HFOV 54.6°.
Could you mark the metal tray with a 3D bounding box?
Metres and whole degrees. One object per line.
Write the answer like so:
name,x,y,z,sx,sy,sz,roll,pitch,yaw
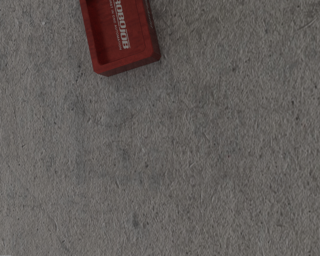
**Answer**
metal tray,-0.057,-0.146,0.426,0.090,0.030,0.129,-14,85,19
